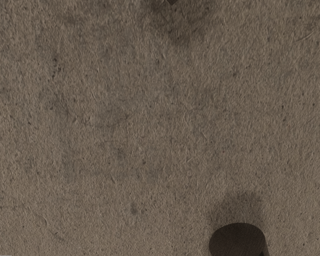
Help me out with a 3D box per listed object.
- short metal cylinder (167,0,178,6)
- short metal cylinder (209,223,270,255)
[{"bbox_3d":[0.025,-0.173,0.317,0.080,0.080,0.050,-40,106,13],"label":"short metal cylinder"},{"bbox_3d":[0.117,0.185,0.450,0.080,0.080,0.050,-17,110,6],"label":"short metal cylinder"}]
